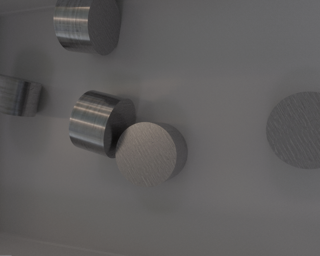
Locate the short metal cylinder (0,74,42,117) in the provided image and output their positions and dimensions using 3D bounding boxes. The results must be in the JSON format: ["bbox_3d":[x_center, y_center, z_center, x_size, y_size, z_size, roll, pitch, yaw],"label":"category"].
[{"bbox_3d":[-0.222,-0.050,0.460,0.080,0.080,0.050,15,95,19],"label":"short metal cylinder"}]

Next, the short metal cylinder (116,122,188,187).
[{"bbox_3d":[-0.010,0.032,0.401,0.080,0.050,0.080,0,90,20],"label":"short metal cylinder"}]

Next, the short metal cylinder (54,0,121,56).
[{"bbox_3d":[-0.095,-0.140,0.415,0.050,0.080,0.079,11,94,20],"label":"short metal cylinder"}]

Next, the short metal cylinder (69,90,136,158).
[{"bbox_3d":[-0.073,-0.005,0.407,0.050,0.080,0.080,15,95,19],"label":"short metal cylinder"}]

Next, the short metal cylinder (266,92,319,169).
[{"bbox_3d":[0.160,0.002,0.341,0.080,0.050,0.080,0,90,20],"label":"short metal cylinder"}]
